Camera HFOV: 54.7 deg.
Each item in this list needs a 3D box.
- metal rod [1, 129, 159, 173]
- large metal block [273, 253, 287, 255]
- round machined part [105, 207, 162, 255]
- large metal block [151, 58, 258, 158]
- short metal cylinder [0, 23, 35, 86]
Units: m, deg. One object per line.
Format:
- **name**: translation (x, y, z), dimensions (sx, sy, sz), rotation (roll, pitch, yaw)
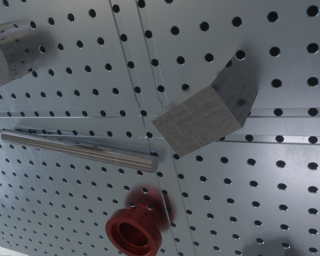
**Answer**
- **metal rod**: translation (-0.144, 0.034, 0.507), dimensions (0.301, 0.025, 0.025), rotation (8, 122, 24)
- **large metal block**: translation (0.167, 0.239, 0.455), dimensions (0.080, 0.050, 0.080), rotation (-33, 100, 38)
- **round machined part**: translation (-0.040, 0.175, 0.530), dimensions (0.098, 0.042, 0.097), rotation (13, 124, 21)
- **large metal block**: translation (0.050, -0.022, 0.335), dimensions (0.080, 0.080, 0.050), rotation (-31, 101, 38)
- **short metal cylinder**: translation (-0.232, -0.107, 0.451), dimensions (0.080, 0.050, 0.079), rotation (13, 124, 21)
